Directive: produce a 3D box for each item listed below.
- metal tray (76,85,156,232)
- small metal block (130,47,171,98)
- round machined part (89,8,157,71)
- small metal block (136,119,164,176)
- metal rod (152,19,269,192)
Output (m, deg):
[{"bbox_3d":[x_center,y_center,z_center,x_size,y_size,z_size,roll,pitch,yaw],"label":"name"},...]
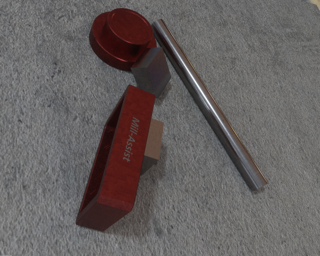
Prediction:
[{"bbox_3d":[-0.045,0.031,0.320,0.030,0.090,0.130,22,54,-16],"label":"metal tray"},{"bbox_3d":[-0.011,-0.076,0.428,0.025,0.050,0.050,5,45,28],"label":"small metal block"},{"bbox_3d":[-0.049,-0.134,0.450,0.099,0.042,0.098,14,56,-21],"label":"round machined part"},{"bbox_3d":[-0.020,0.022,0.365,0.025,0.050,0.050,20,54,-17],"label":"small metal block"},{"bbox_3d":[0.068,-0.043,0.468,0.025,0.025,0.299,-19,72,-36],"label":"metal rod"}]
